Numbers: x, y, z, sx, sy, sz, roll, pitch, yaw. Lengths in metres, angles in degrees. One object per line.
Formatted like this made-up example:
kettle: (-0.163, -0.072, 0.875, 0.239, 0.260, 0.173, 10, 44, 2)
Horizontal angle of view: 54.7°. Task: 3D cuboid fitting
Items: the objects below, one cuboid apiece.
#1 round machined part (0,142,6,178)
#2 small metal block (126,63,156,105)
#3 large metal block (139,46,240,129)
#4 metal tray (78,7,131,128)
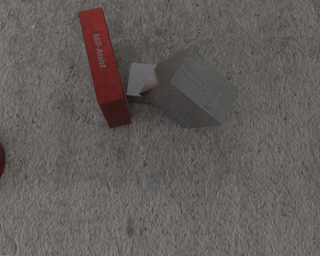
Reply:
round machined part: (-0.250, 0.041, 0.382, 0.099, 0.042, 0.098, 0, 70, 0)
small metal block: (-0.017, -0.060, 0.430, 0.050, 0.025, 0.050, 6, 70, 2)
large metal block: (0.034, -0.044, 0.379, 0.080, 0.080, 0.050, 36, 71, -21)
metal tray: (-0.070, -0.075, 0.400, 0.030, 0.090, 0.130, -14, 71, -5)
